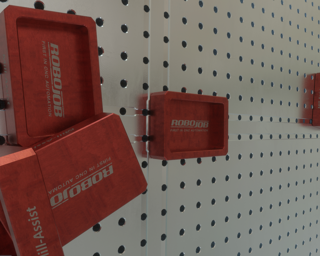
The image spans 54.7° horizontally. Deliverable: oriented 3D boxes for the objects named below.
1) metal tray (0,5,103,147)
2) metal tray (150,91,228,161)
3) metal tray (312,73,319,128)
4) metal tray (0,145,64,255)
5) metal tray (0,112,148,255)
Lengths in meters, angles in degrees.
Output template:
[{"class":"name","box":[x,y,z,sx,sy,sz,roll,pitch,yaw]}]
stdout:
[{"class":"metal tray","box":[-0.108,-0.049,0.316,0.091,0.030,0.129,-7,95,-40]},{"class":"metal tray","box":[0.046,-0.003,0.446,0.131,0.030,0.089,0,90,-40]},{"class":"metal tray","box":[0.409,-0.063,0.753,0.091,0.030,0.129,11,83,-40]},{"class":"metal tray","box":[-0.122,0.081,0.261,0.030,0.090,0.129,-21,104,-44]},{"class":"metal tray","box":[-0.084,0.051,0.293,0.131,0.030,0.090,-30,109,-29]}]
